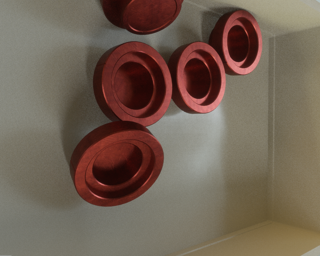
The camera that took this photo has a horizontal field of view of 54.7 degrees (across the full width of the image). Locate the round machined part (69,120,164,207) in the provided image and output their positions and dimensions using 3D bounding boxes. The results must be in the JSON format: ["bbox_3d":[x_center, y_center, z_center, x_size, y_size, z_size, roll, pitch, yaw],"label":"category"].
[{"bbox_3d":[-0.049,0.034,0.338,0.099,0.042,0.097,-15,125,-22],"label":"round machined part"}]

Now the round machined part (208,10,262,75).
[{"bbox_3d":[0.115,-0.132,0.491,0.099,0.042,0.097,-5,99,-38],"label":"round machined part"}]

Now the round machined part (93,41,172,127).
[{"bbox_3d":[-0.036,-0.049,0.367,0.099,0.042,0.097,0,90,-40],"label":"round machined part"}]

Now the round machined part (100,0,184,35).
[{"bbox_3d":[-0.015,-0.142,0.343,0.099,0.098,0.042,-3,65,-40],"label":"round machined part"}]

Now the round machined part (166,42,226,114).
[{"bbox_3d":[0.045,-0.068,0.435,0.099,0.042,0.097,0,90,-40],"label":"round machined part"}]
